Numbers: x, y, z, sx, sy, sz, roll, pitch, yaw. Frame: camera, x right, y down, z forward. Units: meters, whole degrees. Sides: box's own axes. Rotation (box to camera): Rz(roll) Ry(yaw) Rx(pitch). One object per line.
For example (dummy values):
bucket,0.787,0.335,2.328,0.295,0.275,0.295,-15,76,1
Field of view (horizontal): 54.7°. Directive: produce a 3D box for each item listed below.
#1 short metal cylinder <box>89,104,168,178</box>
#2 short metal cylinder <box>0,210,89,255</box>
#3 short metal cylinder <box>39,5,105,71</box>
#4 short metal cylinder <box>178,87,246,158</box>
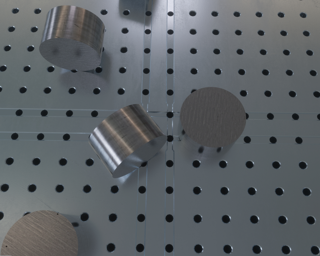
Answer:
short metal cylinder,-0.038,0.016,0.376,0.080,0.080,0.050,-35,74,-12
short metal cylinder,-0.126,0.136,0.348,0.081,0.050,0.080,0,70,0
short metal cylinder,-0.119,-0.120,0.426,0.080,0.080,0.050,3,70,1
short metal cylinder,0.065,-0.006,0.401,0.081,0.050,0.080,0,70,0
